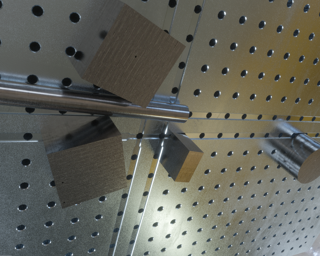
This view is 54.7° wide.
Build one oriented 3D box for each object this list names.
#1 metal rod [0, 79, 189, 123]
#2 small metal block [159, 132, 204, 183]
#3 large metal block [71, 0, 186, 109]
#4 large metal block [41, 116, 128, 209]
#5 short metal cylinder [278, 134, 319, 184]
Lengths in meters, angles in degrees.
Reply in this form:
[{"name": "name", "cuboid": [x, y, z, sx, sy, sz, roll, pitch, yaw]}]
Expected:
[{"name": "metal rod", "cuboid": [-0.097, -0.030, 0.340, 0.302, 0.025, 0.025, 5, 116, -31]}, {"name": "small metal block", "cuboid": [0.029, 0.041, 0.438, 0.025, 0.050, 0.050, 11, 113, -33]}, {"name": "large metal block", "cuboid": [-0.034, -0.078, 0.329, 0.080, 0.050, 0.080, 24, 105, -37]}, {"name": "large metal block", "cuboid": [-0.089, 0.039, 0.372, 0.081, 0.050, 0.079, -15, 125, -20]}, {"name": "short metal cylinder", "cuboid": [0.271, 0.057, 0.582, 0.081, 0.050, 0.079, -14, 124, -21]}]
